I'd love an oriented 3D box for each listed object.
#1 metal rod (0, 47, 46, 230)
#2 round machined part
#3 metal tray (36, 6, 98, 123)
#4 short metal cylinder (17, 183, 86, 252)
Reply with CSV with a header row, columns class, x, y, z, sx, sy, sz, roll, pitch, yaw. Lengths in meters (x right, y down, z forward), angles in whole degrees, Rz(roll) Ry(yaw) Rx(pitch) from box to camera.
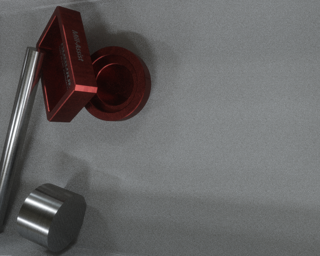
class,x,y,z,sx,sy,sz,roll,pitch,yaw
metal rod,-0.218,0.027,0.461,0.025,0.025,0.298,27,107,17
round machined part,-0.057,-0.058,0.421,0.098,0.042,0.097,0,90,19
metal tray,-0.129,-0.083,0.416,0.090,0.030,0.130,-36,62,42
short metal cylinder,-0.149,0.123,0.432,0.050,0.080,0.079,15,95,19
